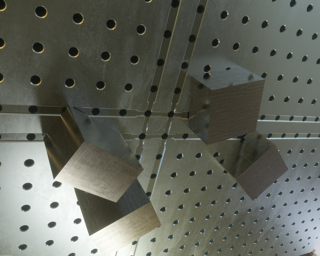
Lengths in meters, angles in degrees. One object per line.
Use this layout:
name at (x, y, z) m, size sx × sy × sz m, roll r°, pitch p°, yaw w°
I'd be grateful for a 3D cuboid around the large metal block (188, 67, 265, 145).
large metal block at (0.088, -0.032, 0.423) m, size 0.081 × 0.050 × 0.080 m, roll -14°, pitch 124°, yaw -21°

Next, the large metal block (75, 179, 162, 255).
large metal block at (-0.056, 0.106, 0.410) m, size 0.080 × 0.080 × 0.050 m, roll -27°, pitch 128°, yaw -11°

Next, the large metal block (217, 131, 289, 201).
large metal block at (0.156, 0.062, 0.517) m, size 0.080 × 0.050 × 0.080 m, roll -42°, pitch 129°, yaw 1°

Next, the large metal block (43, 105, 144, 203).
large metal block at (-0.077, 0.029, 0.351) m, size 0.080 × 0.080 × 0.050 m, roll 33°, pitch 100°, yaw -38°
